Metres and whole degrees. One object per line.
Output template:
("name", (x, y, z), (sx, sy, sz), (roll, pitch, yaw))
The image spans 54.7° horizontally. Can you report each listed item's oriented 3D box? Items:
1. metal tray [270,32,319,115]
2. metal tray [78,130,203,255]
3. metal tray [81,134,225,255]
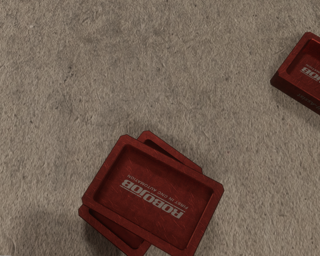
("metal tray", (0.235, -0.066, 0.432), (0.130, 0.030, 0.090), (36, 73, 12))
("metal tray", (-0.021, 0.079, 0.376), (0.090, 0.030, 0.130), (36, 73, 11))
("metal tray", (-0.007, 0.076, 0.345), (0.130, 0.030, 0.090), (27, 72, 9))
